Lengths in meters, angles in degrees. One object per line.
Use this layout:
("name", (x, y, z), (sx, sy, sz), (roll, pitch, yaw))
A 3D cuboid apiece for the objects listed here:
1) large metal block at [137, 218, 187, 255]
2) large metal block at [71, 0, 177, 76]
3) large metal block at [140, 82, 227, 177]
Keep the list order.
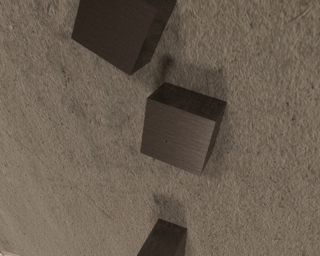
("large metal block", (0.004, 0.209, 0.497), (0.050, 0.080, 0.079), (15, 124, 20))
("large metal block", (-0.041, -0.118, 0.338), (0.080, 0.050, 0.079), (33, 129, 6))
("large metal block", (0.027, 0.000, 0.376), (0.080, 0.050, 0.079), (20, 126, 15))
